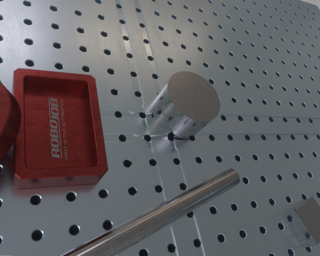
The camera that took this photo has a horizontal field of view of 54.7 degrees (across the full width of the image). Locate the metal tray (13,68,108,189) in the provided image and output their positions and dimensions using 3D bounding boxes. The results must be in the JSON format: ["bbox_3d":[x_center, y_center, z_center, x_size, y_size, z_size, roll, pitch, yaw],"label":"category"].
[{"bbox_3d":[-0.113,-0.002,0.345,0.091,0.030,0.130,1,61,-28],"label":"metal tray"}]

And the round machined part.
[{"bbox_3d":[-0.176,0.001,0.285,0.099,0.042,0.098,-2,63,4],"label":"round machined part"}]

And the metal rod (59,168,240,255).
[{"bbox_3d":[-0.019,0.105,0.333,0.302,0.025,0.025,-19,72,-35],"label":"metal rod"}]

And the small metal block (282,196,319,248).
[{"bbox_3d":[0.211,0.133,0.441,0.050,0.025,0.050,-20,73,-36],"label":"small metal block"}]

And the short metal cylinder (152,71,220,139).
[{"bbox_3d":[0.036,-0.032,0.431,0.081,0.050,0.080,14,56,-21],"label":"short metal cylinder"}]
